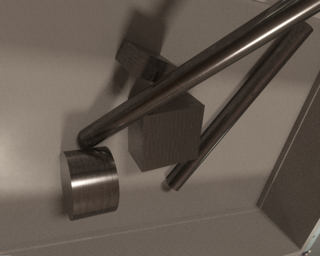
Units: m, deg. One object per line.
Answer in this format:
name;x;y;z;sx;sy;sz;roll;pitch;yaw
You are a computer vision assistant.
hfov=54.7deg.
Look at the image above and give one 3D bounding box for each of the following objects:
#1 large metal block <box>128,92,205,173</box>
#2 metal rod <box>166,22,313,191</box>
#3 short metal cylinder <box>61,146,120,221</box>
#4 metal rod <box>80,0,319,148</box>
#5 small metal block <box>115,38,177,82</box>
large metal block;0.005;0.002;0.398;0.081;0.050;0.079;-11;123;-23
metal rod;0.111;-0.027;0.454;0.025;0.025;0.299;32;100;-39
short metal cylinder;-0.085;0.064;0.367;0.050;0.080;0.079;-6;121;-26
metal rod;0.029;-0.052;0.302;0.299;0.025;0.025;-29;136;28
small metal block;-0.015;-0.071;0.341;0.050;0.050;0.025;16;110;-35
